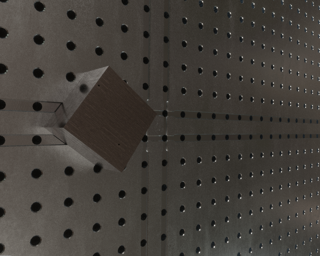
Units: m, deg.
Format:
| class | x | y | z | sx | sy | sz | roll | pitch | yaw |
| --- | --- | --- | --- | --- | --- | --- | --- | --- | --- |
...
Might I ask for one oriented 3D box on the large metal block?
| class | x | y | z | sx | sy | sz | roll | pitch | yaw |
| --- | --- | --- | --- | --- | --- | --- | --- | --- | --- |
| large metal block | -0.063 | -0.008 | 0.342 | 0.080 | 0.050 | 0.080 | 45 | 63 | -31 |
